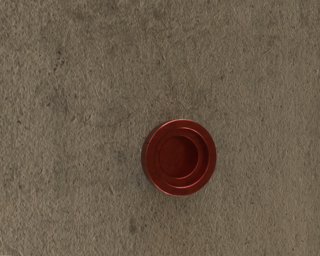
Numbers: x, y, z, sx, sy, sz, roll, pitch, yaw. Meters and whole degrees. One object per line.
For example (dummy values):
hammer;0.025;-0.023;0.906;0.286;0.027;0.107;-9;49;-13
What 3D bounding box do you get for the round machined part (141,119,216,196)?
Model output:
round machined part;0.021;0.037;0.410;0.099;0.042;0.097;0;90;-21
